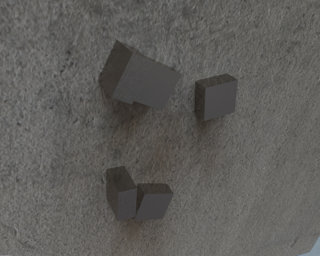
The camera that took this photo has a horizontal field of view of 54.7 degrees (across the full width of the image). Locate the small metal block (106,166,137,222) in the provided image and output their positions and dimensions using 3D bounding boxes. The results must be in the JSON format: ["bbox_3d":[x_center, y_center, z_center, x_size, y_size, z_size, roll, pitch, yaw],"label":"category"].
[{"bbox_3d":[-0.053,0.087,0.417,0.025,0.050,0.050,-9,123,-24],"label":"small metal block"}]

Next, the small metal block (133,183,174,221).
[{"bbox_3d":[-0.014,0.112,0.470,0.050,0.025,0.050,7,115,-32],"label":"small metal block"}]

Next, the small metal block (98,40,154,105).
[{"bbox_3d":[-0.039,-0.061,0.333,0.025,0.050,0.050,18,109,-36],"label":"small metal block"}]

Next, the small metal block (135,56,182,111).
[{"bbox_3d":[-0.010,-0.054,0.369,0.050,0.025,0.050,16,110,-35],"label":"small metal block"}]

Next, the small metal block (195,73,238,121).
[{"bbox_3d":[0.076,-0.042,0.424,0.050,0.025,0.050,-16,125,-20],"label":"small metal block"}]
